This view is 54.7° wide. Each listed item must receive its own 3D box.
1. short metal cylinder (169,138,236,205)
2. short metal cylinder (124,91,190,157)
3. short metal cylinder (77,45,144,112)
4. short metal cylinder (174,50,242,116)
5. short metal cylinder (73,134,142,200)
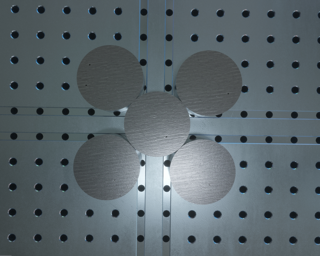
[{"bbox_3d":[0.052,0.053,0.401,0.081,0.050,0.079,0,90,-1],"label":"short metal cylinder"},{"bbox_3d":[-0.003,-0.005,0.400,0.081,0.050,0.079,0,90,-1],"label":"short metal cylinder"},{"bbox_3d":[-0.061,-0.061,0.399,0.081,0.050,0.079,0,90,-1],"label":"short metal cylinder"},{"bbox_3d":[0.059,-0.054,0.399,0.081,0.050,0.079,0,90,-1],"label":"short metal cylinder"},{"bbox_3d":[-0.065,0.047,0.399,0.081,0.050,0.079,0,90,-1],"label":"short metal cylinder"}]
